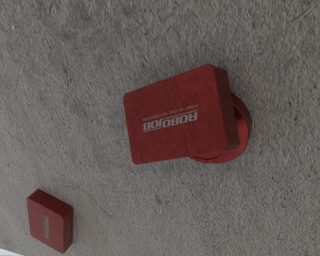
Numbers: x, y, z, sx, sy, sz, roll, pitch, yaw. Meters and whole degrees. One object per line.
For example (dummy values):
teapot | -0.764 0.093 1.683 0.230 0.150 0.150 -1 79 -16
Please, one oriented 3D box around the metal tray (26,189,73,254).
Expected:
metal tray | -0.228 0.196 0.645 0.090 0.030 0.129 23 127 14

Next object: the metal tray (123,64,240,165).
metal tray | 0.019 -0.010 0.356 0.130 0.030 0.090 -14 82 37

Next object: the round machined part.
round machined part | 0.055 0.003 0.368 0.098 0.042 0.097 13 124 21
